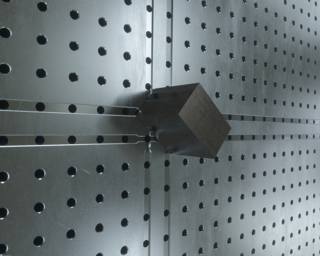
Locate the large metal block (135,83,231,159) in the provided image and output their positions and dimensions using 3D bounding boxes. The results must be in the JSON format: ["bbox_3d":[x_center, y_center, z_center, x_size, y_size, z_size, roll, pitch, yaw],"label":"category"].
[{"bbox_3d":[0.030,-0.008,0.397,0.080,0.080,0.050,49,61,-29],"label":"large metal block"}]
